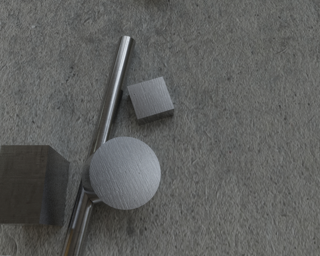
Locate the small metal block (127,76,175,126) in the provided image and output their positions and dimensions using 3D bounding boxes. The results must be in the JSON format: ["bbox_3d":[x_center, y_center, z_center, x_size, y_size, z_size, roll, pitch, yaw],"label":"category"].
[{"bbox_3d":[-0.013,-0.036,0.421,0.050,0.025,0.050,-17,71,-6],"label":"small metal block"}]

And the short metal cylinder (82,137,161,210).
[{"bbox_3d":[-0.046,0.054,0.360,0.081,0.050,0.080,6,73,-22],"label":"short metal cylinder"}]

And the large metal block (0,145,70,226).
[{"bbox_3d":[-0.143,0.069,0.353,0.050,0.080,0.080,0,70,0],"label":"large metal block"}]

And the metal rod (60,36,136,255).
[{"bbox_3d":[-0.074,0.011,0.403,0.025,0.025,0.299,10,70,3],"label":"metal rod"}]
